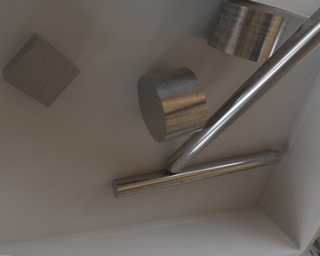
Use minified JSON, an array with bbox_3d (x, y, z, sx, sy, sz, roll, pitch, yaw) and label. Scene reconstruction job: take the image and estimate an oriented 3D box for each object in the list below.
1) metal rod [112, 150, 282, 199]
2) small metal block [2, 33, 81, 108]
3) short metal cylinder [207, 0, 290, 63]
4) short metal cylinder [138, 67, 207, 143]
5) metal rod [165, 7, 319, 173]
[{"bbox_3d":[0.074,0.068,0.493,0.303,0.025,0.025,-7,122,-25],"label":"metal rod"},{"bbox_3d":[-0.118,-0.057,0.310,0.050,0.025,0.050,-47,130,4],"label":"small metal block"},{"bbox_3d":[0.101,-0.112,0.361,0.081,0.080,0.050,2,118,-30],"label":"short metal cylinder"},{"bbox_3d":[0.012,-0.027,0.364,0.050,0.080,0.079,-17,125,-19],"label":"short metal cylinder"},{"bbox_3d":[0.091,-0.028,0.358,0.025,0.025,0.298,6,142,-32],"label":"metal rod"}]
